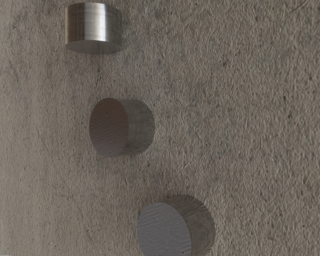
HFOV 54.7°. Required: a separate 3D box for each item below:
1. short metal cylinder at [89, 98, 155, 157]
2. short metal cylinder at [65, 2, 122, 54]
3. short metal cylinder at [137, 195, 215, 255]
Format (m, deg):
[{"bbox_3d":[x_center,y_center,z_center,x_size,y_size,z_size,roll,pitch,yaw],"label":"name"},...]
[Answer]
[{"bbox_3d":[-0.054,-0.001,0.433,0.080,0.050,0.080,0,90,40],"label":"short metal cylinder"},{"bbox_3d":[-0.096,-0.141,0.448,0.080,0.081,0.050,-1,90,40],"label":"short metal cylinder"},{"bbox_3d":[0.019,0.125,0.373,0.080,0.050,0.080,0,90,40],"label":"short metal cylinder"}]
